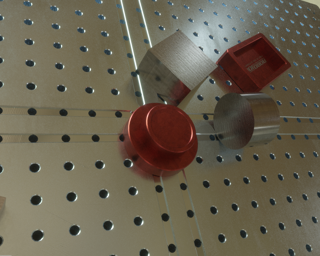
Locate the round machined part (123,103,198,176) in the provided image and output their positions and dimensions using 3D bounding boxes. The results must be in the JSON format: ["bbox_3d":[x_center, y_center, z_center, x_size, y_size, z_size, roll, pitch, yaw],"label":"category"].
[{"bbox_3d":[0.007,0.008,0.395,0.099,0.042,0.098,14,56,-21],"label":"round machined part"}]

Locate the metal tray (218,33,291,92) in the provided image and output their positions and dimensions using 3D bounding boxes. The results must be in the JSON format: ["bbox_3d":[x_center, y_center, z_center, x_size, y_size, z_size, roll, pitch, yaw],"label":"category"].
[{"bbox_3d":[0.177,-0.119,0.572,0.131,0.030,0.090,-33,80,-38],"label":"metal tray"}]

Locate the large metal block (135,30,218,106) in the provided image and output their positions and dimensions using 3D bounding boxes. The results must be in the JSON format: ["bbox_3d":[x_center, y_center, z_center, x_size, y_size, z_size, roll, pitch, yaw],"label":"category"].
[{"bbox_3d":[0.025,-0.087,0.459,0.080,0.050,0.080,45,51,2],"label":"large metal block"}]

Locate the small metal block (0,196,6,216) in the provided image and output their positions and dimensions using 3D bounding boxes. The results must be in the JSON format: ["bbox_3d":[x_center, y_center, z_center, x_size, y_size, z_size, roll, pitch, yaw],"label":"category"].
[{"bbox_3d":[-0.170,0.080,0.268,0.050,0.025,0.050,21,54,-16],"label":"small metal block"}]

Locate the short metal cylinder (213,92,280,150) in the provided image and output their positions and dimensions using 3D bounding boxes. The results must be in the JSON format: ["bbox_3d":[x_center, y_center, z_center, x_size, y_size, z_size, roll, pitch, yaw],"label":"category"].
[{"bbox_3d":[0.123,-0.011,0.446,0.050,0.080,0.080,-5,65,-31],"label":"short metal cylinder"}]
